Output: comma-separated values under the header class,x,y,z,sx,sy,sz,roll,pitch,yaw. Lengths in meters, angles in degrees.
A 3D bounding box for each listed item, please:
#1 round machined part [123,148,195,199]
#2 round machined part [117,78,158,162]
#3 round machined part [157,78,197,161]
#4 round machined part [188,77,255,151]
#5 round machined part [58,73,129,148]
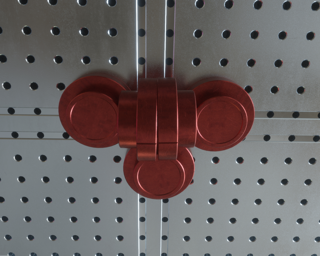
class,x,y,z,sx,sy,sz,roll,pitch,yaw
round machined part,-0.001,0.057,0.425,0.099,0.042,0.097,0,110,-1
round machined part,-0.025,-0.010,0.364,0.042,0.098,0.097,1,110,-1
round machined part,0.019,-0.010,0.365,0.042,0.098,0.097,-1,110,0
round machined part,0.073,-0.013,0.400,0.099,0.042,0.097,0,110,-1
round machined part,-0.081,-0.018,0.396,0.099,0.042,0.097,0,110,-1
